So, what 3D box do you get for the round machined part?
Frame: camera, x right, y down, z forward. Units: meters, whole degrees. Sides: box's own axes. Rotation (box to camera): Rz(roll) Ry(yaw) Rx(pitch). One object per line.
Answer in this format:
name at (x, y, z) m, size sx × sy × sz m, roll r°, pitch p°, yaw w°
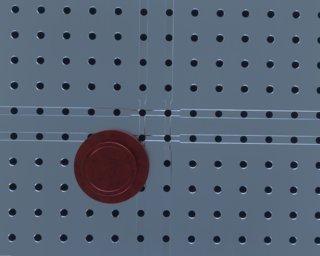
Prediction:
round machined part at (-0.063, 0.051, 0.404) m, size 0.099 × 0.042 × 0.097 m, roll 0°, pitch 90°, yaw -1°
